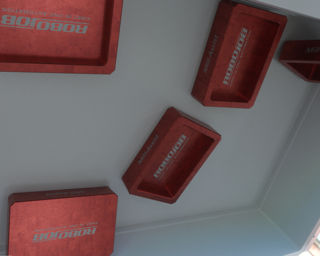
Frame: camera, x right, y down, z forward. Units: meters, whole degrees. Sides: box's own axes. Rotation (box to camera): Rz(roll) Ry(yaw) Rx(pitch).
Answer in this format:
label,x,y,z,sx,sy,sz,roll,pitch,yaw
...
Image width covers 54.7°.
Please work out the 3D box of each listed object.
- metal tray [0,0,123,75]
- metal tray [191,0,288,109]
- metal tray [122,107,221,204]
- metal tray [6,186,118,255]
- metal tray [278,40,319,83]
label,x,y,z,sx,sy,sz,roll,pitch,yaw
metal tray,-0.104,-0.099,0.287,0.131,0.030,0.089,-3,120,-27
metal tray,0.102,-0.091,0.406,0.091,0.030,0.129,1,118,-29
metal tray,0.017,0.044,0.443,0.090,0.030,0.129,24,105,-37
metal tray,-0.124,0.127,0.399,0.131,0.030,0.089,2,98,-30
metal tray,0.243,-0.087,0.420,0.091,0.130,0.030,20,90,-36
